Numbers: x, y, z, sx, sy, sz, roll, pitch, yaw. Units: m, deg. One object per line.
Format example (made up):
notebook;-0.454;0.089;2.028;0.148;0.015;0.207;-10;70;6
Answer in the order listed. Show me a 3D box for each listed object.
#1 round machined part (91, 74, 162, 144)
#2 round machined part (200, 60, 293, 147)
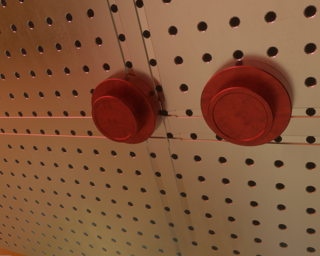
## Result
round machined part;-0.051;-0.019;0.414;0.098;0.042;0.097;13;124;20
round machined part;0.091;-0.021;0.339;0.098;0.042;0.097;13;124;20
